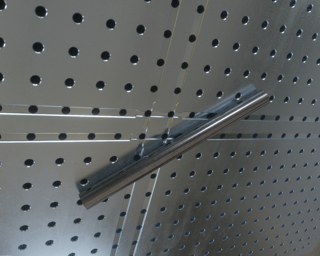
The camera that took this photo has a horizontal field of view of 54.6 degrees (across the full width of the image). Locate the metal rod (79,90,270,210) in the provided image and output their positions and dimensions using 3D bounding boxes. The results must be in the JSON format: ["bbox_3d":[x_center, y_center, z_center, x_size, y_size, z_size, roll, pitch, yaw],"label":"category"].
[{"bbox_3d":[0.027,0.026,0.440,0.301,0.025,0.025,-29,128,-10],"label":"metal rod"}]
